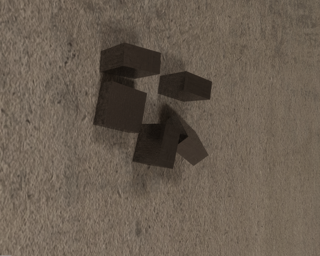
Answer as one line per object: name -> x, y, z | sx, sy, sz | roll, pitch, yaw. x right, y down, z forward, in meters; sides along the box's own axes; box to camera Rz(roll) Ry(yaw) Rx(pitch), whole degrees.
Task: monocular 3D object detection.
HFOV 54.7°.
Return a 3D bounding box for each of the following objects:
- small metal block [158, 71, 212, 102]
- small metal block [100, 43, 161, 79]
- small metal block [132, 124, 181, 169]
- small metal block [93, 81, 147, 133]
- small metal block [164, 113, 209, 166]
small metal block -> 0.034, -0.055, 0.419 | 0.050, 0.050, 0.025 | 13, 82, -40
small metal block -> -0.035, -0.076, 0.361 | 0.050, 0.050, 0.025 | 5, 87, -40
small metal block -> -0.005, 0.022, 0.387 | 0.025, 0.050, 0.050 | 20, 78, -39
small metal block -> -0.047, -0.023, 0.367 | 0.050, 0.025, 0.050 | 15, 80, -39
small metal block -> 0.033, 0.015, 0.413 | 0.025, 0.050, 0.050 | -38, 130, 13
